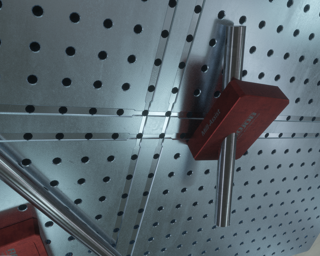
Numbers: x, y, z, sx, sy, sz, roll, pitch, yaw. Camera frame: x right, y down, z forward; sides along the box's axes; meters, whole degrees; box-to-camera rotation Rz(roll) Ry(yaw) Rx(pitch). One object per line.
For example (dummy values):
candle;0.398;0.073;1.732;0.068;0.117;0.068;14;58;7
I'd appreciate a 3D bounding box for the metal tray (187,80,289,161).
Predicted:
metal tray;0.107;-0.005;0.440;0.091;0.030;0.129;3;136;-30

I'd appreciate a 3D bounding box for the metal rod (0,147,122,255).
metal rod;-0.131;0.115;0.411;0.025;0.025;0.299;-35;129;-6

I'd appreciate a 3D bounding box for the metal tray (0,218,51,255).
metal tray;-0.195;0.190;0.419;0.091;0.030;0.129;-16;125;-20

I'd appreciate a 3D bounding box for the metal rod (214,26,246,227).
metal rod;0.097;0.011;0.440;0.025;0.025;0.298;-10;113;-23
